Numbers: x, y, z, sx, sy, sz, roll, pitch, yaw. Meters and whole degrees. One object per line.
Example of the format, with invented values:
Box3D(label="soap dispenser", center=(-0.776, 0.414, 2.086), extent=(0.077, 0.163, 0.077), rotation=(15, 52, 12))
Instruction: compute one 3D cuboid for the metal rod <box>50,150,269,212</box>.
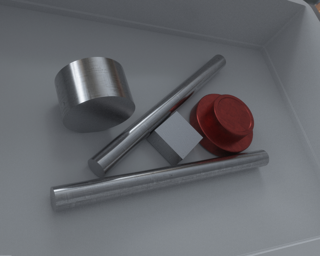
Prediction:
Box3D(label="metal rod", center=(0.024, 0.057, 0.383), extent=(0.303, 0.025, 0.025), rotation=(-6, 65, -31))

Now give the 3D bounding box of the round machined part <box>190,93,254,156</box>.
Box3D(label="round machined part", center=(0.097, -0.010, 0.451), extent=(0.099, 0.042, 0.098), rotation=(14, 56, -21))

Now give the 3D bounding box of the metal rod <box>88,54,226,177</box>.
Box3D(label="metal rod", center=(0.016, -0.035, 0.435), extent=(0.025, 0.025, 0.302), rotation=(45, 51, 3))

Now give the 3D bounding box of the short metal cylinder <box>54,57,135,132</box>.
Box3D(label="short metal cylinder", center=(-0.074, -0.035, 0.352), extent=(0.081, 0.080, 0.050), rotation=(-5, 65, -31))

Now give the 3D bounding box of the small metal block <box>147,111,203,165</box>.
Box3D(label="small metal block", center=(0.020, 0.014, 0.407), extent=(0.050, 0.025, 0.050), rotation=(46, 51, 3))
